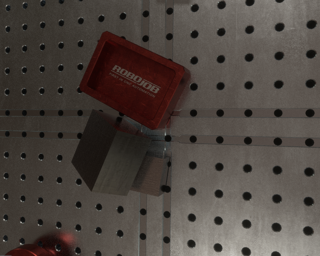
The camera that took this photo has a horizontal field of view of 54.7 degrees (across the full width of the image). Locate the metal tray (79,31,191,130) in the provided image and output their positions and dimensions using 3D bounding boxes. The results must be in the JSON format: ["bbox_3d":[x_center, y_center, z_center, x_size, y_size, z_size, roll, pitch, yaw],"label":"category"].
[{"bbox_3d":[-0.036,-0.065,0.421,0.130,0.030,0.090,29,99,17],"label":"metal tray"}]

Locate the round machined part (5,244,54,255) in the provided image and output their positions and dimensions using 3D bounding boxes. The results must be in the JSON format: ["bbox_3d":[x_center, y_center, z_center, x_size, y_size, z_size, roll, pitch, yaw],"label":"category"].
[{"bbox_3d":[-0.192,0.224,0.469,0.098,0.042,0.097,0,90,19],"label":"round machined part"}]

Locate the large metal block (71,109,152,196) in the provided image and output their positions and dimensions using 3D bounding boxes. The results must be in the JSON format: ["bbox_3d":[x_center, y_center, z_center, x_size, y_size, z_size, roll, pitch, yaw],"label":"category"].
[{"bbox_3d":[-0.066,0.030,0.402,0.080,0.050,0.080,34,103,51],"label":"large metal block"}]

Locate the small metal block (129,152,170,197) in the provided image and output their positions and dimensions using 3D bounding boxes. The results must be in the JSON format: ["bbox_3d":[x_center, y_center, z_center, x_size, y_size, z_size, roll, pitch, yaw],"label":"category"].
[{"bbox_3d":[-0.018,0.060,0.418,0.050,0.025,0.050,9,93,19],"label":"small metal block"}]
